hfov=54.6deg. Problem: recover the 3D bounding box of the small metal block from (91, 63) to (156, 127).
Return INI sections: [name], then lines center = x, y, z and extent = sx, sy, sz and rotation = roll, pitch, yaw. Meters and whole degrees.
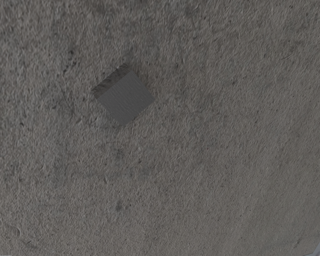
[small metal block]
center = -0.042, -0.038, 0.360
extent = 0.050, 0.025, 0.050
rotation = -40, 129, -1
